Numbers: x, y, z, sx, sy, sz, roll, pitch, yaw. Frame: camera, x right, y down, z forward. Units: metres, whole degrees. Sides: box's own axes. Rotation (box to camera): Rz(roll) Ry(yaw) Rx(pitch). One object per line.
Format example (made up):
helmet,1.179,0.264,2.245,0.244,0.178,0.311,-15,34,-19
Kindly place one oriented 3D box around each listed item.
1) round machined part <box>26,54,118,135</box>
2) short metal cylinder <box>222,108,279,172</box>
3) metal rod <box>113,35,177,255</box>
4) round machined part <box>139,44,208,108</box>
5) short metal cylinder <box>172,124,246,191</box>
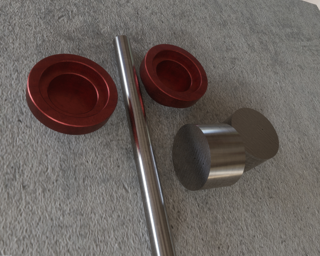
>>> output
round machined part,-0.103,-0.035,0.360,0.099,0.042,0.098,14,56,-21
short metal cylinder,0.121,0.018,0.445,0.081,0.050,0.080,14,56,-21
metal rod,-0.025,0.005,0.388,0.025,0.025,0.299,1,61,-28
round machined part,0.016,-0.069,0.445,0.099,0.042,0.098,14,56,-21
short metal cylinder,0.057,0.034,0.380,0.050,0.080,0.080,-1,62,-29
